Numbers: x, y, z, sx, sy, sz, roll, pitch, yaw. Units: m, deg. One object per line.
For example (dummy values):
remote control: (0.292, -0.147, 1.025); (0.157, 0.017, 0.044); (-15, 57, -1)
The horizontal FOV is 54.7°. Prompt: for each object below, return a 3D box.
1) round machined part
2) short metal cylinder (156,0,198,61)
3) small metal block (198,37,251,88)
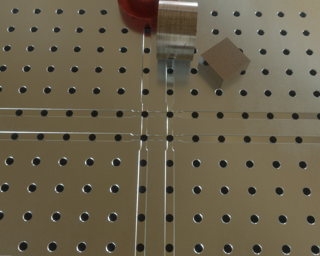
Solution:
round machined part: (-0.018, -0.209, 0.479); (0.099, 0.042, 0.098); (0, 70, 0)
short metal cylinder: (0.023, -0.135, 0.432); (0.050, 0.080, 0.080); (4, 70, 1)
small metal block: (0.092, -0.094, 0.447); (0.050, 0.025, 0.050); (-35, 74, -12)
